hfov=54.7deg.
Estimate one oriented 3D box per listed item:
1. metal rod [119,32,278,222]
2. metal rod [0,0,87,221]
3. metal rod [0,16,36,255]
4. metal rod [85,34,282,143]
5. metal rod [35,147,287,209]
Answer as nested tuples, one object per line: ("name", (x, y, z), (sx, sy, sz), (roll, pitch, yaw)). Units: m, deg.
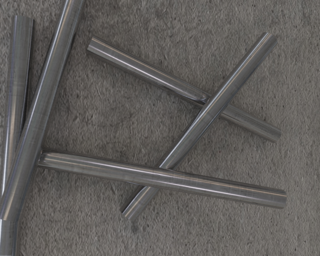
("metal rod", (0.053, -0.005, 0.406), (0.025, 0.025, 0.300), (41, 85, -16))
("metal rod", (-0.124, -0.049, 0.348), (0.025, 0.025, 0.299), (17, 79, -19))
("metal rod", (-0.164, 0.026, 0.348), (0.025, 0.025, 0.298), (4, 89, -20))
("metal rod", (0.045, -0.046, 0.425), (0.302, 0.025, 0.025), (23, 82, -19))
("metal rod", (0.006, 0.061, 0.374), (0.302, 0.025, 0.025), (11, 86, -6))
